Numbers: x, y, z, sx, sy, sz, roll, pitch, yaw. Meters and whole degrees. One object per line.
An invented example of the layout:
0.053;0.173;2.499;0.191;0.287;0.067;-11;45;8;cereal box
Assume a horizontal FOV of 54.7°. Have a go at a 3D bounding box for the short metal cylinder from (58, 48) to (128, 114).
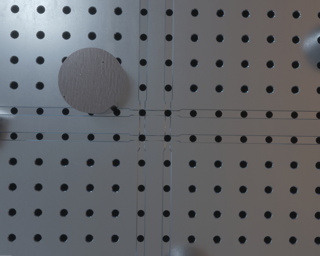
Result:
-0.083;-0.058;0.400;0.081;0.050;0.079;0;90;-1;short metal cylinder
